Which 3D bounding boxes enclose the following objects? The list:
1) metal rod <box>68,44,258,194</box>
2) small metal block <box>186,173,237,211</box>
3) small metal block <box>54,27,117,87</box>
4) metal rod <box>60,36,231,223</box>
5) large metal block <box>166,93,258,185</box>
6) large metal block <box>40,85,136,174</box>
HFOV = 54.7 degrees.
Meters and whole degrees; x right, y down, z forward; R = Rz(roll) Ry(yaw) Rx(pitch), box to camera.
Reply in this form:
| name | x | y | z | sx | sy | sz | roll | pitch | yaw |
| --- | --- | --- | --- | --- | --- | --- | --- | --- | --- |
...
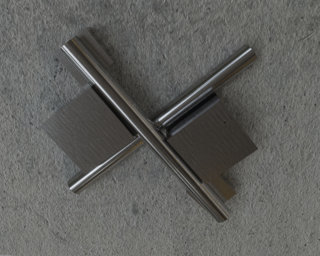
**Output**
| name | x | y | z | sx | sy | sz | roll | pitch | yaw |
| --- | --- | --- | --- | --- | --- | --- | --- | --- | --- |
| metal rod | -0.005 | -0.005 | 0.410 | 0.300 | 0.025 | 0.025 | -37 | 106 | 12 |
| small metal block | 0.072 | 0.086 | 0.444 | 0.050 | 0.025 | 0.050 | -41 | 105 | 13 |
| small metal block | -0.090 | -0.087 | 0.379 | 0.050 | 0.025 | 0.050 | -36 | 107 | 12 |
| metal rod | -0.008 | 0.013 | 0.388 | 0.025 | 0.025 | 0.300 | -38 | 106 | 12 |
| large metal block | 0.065 | 0.012 | 0.402 | 0.080 | 0.050 | 0.080 | -37 | 106 | 12 |
| large metal block | -0.086 | -0.003 | 0.394 | 0.080 | 0.050 | 0.080 | -35 | 107 | 12 |
